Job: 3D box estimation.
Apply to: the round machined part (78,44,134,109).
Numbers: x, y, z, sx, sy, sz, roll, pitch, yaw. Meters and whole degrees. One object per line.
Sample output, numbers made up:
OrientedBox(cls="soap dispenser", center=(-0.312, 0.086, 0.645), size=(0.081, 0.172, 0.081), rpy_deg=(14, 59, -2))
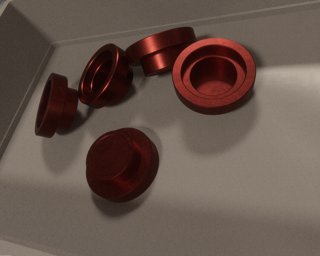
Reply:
OrientedBox(cls="round machined part", center=(-0.078, -0.073, 0.465), size=(0.098, 0.042, 0.098), rpy_deg=(-25, 52, 38))

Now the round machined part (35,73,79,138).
OrientedBox(cls="round machined part", center=(-0.157, -0.032, 0.475), size=(0.098, 0.042, 0.098), rpy_deg=(-34, 49, 50))

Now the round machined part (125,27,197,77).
OrientedBox(cls="round machined part", center=(0.005, -0.101, 0.430), size=(0.098, 0.098, 0.042), rpy_deg=(-17, 95, 18))

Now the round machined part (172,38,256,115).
OrientedBox(cls="round machined part", center=(0.067, -0.059, 0.385), size=(0.098, 0.042, 0.098), rpy_deg=(-4, 66, 9))

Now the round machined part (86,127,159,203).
OrientedBox(cls="round machined part", center=(-0.054, 0.042, 0.396), size=(0.098, 0.042, 0.098), rpy_deg=(-13, 56, 20))
